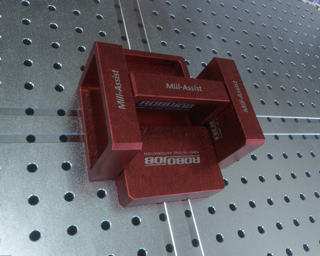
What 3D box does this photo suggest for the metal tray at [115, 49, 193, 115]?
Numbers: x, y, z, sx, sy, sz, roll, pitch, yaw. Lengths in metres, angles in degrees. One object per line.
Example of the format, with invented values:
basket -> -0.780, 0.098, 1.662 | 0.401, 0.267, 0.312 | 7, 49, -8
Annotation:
metal tray -> -0.017, -0.064, 0.436 | 0.131, 0.030, 0.090 | 1, 62, -28

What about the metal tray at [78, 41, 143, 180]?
metal tray -> -0.061, -0.018, 0.345 | 0.030, 0.090, 0.130 | 1, 61, -28

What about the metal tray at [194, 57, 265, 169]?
metal tray -> 0.082, -0.019, 0.423 | 0.030, 0.090, 0.130 | 1, 61, -28

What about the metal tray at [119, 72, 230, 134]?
metal tray -> 0.009, -0.025, 0.386 | 0.131, 0.090, 0.030 | 1, 62, -28

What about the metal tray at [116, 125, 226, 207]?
metal tray -> 0.010, 0.043, 0.384 | 0.131, 0.030, 0.090 | 1, 62, -28
